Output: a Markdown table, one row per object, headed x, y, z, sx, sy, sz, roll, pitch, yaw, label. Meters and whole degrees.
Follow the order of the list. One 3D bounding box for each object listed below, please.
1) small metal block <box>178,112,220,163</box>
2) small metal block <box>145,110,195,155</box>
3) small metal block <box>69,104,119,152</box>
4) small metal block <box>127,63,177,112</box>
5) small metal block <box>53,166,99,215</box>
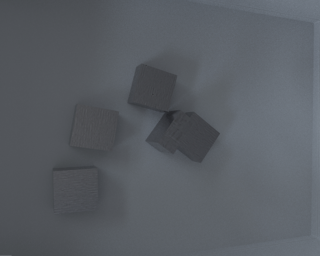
| x | y | z | sx | sy | sz | roll | pitch | yaw | label |
| --- | --- | --- | --- | --- | --- | --- | --- | --- | --- |
| 0.046 | 0.013 | 0.429 | 0.050 | 0.025 | 0.050 | 38 | 78 | -16 | small metal block |
| 0.012 | 0.005 | 0.403 | 0.025 | 0.050 | 0.050 | 38 | 78 | -16 | small metal block |
| -0.082 | 0.000 | 0.381 | 0.050 | 0.025 | 0.050 | 10 | 87 | -20 | small metal block |
| -0.010 | -0.051 | 0.408 | 0.050 | 0.025 | 0.050 | 15 | 85 | -20 | small metal block |
| -0.102 | 0.074 | 0.373 | 0.050 | 0.025 | 0.050 | -1 | 91 | -21 | small metal block |
